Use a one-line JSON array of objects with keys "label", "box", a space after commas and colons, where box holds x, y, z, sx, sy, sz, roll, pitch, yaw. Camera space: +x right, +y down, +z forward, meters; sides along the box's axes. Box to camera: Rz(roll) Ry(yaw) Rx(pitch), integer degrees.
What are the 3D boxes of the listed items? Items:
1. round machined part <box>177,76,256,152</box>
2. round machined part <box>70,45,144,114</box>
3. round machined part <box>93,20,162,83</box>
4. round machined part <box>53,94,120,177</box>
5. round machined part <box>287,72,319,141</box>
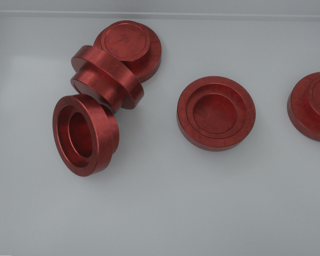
[{"label": "round machined part", "box": [0.071, -0.016, 0.407, 0.099, 0.042, 0.098, 0, 70, -1]}, {"label": "round machined part", "box": [-0.072, -0.053, 0.390, 0.098, 0.098, 0.042, 31, 73, 10]}, {"label": "round machined part", "box": [-0.047, -0.113, 0.441, 0.099, 0.042, 0.098, 0, 70, -1]}, {"label": "round machined part", "box": [-0.087, 0.006, 0.378, 0.042, 0.097, 0.098, -16, 66, -45]}, {"label": "round machined part", "box": [0.225, -0.033, 0.409, 0.099, 0.042, 0.098, -2, 69, 6]}]
